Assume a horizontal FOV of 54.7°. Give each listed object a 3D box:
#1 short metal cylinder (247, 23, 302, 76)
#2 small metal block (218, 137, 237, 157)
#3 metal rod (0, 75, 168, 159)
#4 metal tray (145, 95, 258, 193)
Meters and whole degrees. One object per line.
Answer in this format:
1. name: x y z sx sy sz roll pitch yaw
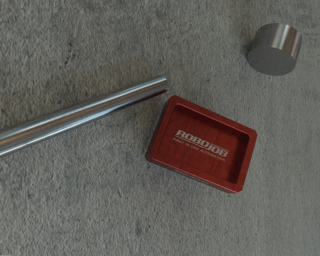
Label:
1. short metal cylinder: 0.199 -0.135 0.539 0.080 0.080 0.050 36 68 -35
2. small metal block: 0.101 0.029 0.473 0.050 0.050 0.025 -44 128 -32
3. metal rod: -0.106 -0.005 0.316 0.302 0.025 0.025 -26 107 -37
4. metal tray: 0.056 0.023 0.412 0.131 0.030 0.090 23 73 -9
